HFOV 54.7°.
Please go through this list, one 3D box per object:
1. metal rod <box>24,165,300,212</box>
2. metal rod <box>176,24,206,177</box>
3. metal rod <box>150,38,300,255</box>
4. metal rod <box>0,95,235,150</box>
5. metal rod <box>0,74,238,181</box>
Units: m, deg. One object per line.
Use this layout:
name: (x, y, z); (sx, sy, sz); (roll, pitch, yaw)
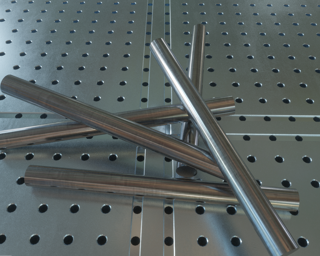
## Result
metal rod: (-0.001, 0.067, 0.350); (0.302, 0.025, 0.025); (5, 50, 3)
metal rod: (0.051, -0.062, 0.460); (0.025, 0.025, 0.300); (6, 50, 4)
metal rod: (0.052, -0.004, 0.346); (0.025, 0.025, 0.299); (-17, 54, -14)
metal rod: (-0.057, -0.006, 0.391); (0.302, 0.025, 0.025); (-9, 51, 0)
metal rod: (-0.050, -0.002, 0.362); (0.301, 0.025, 0.025); (21, 53, 9)
